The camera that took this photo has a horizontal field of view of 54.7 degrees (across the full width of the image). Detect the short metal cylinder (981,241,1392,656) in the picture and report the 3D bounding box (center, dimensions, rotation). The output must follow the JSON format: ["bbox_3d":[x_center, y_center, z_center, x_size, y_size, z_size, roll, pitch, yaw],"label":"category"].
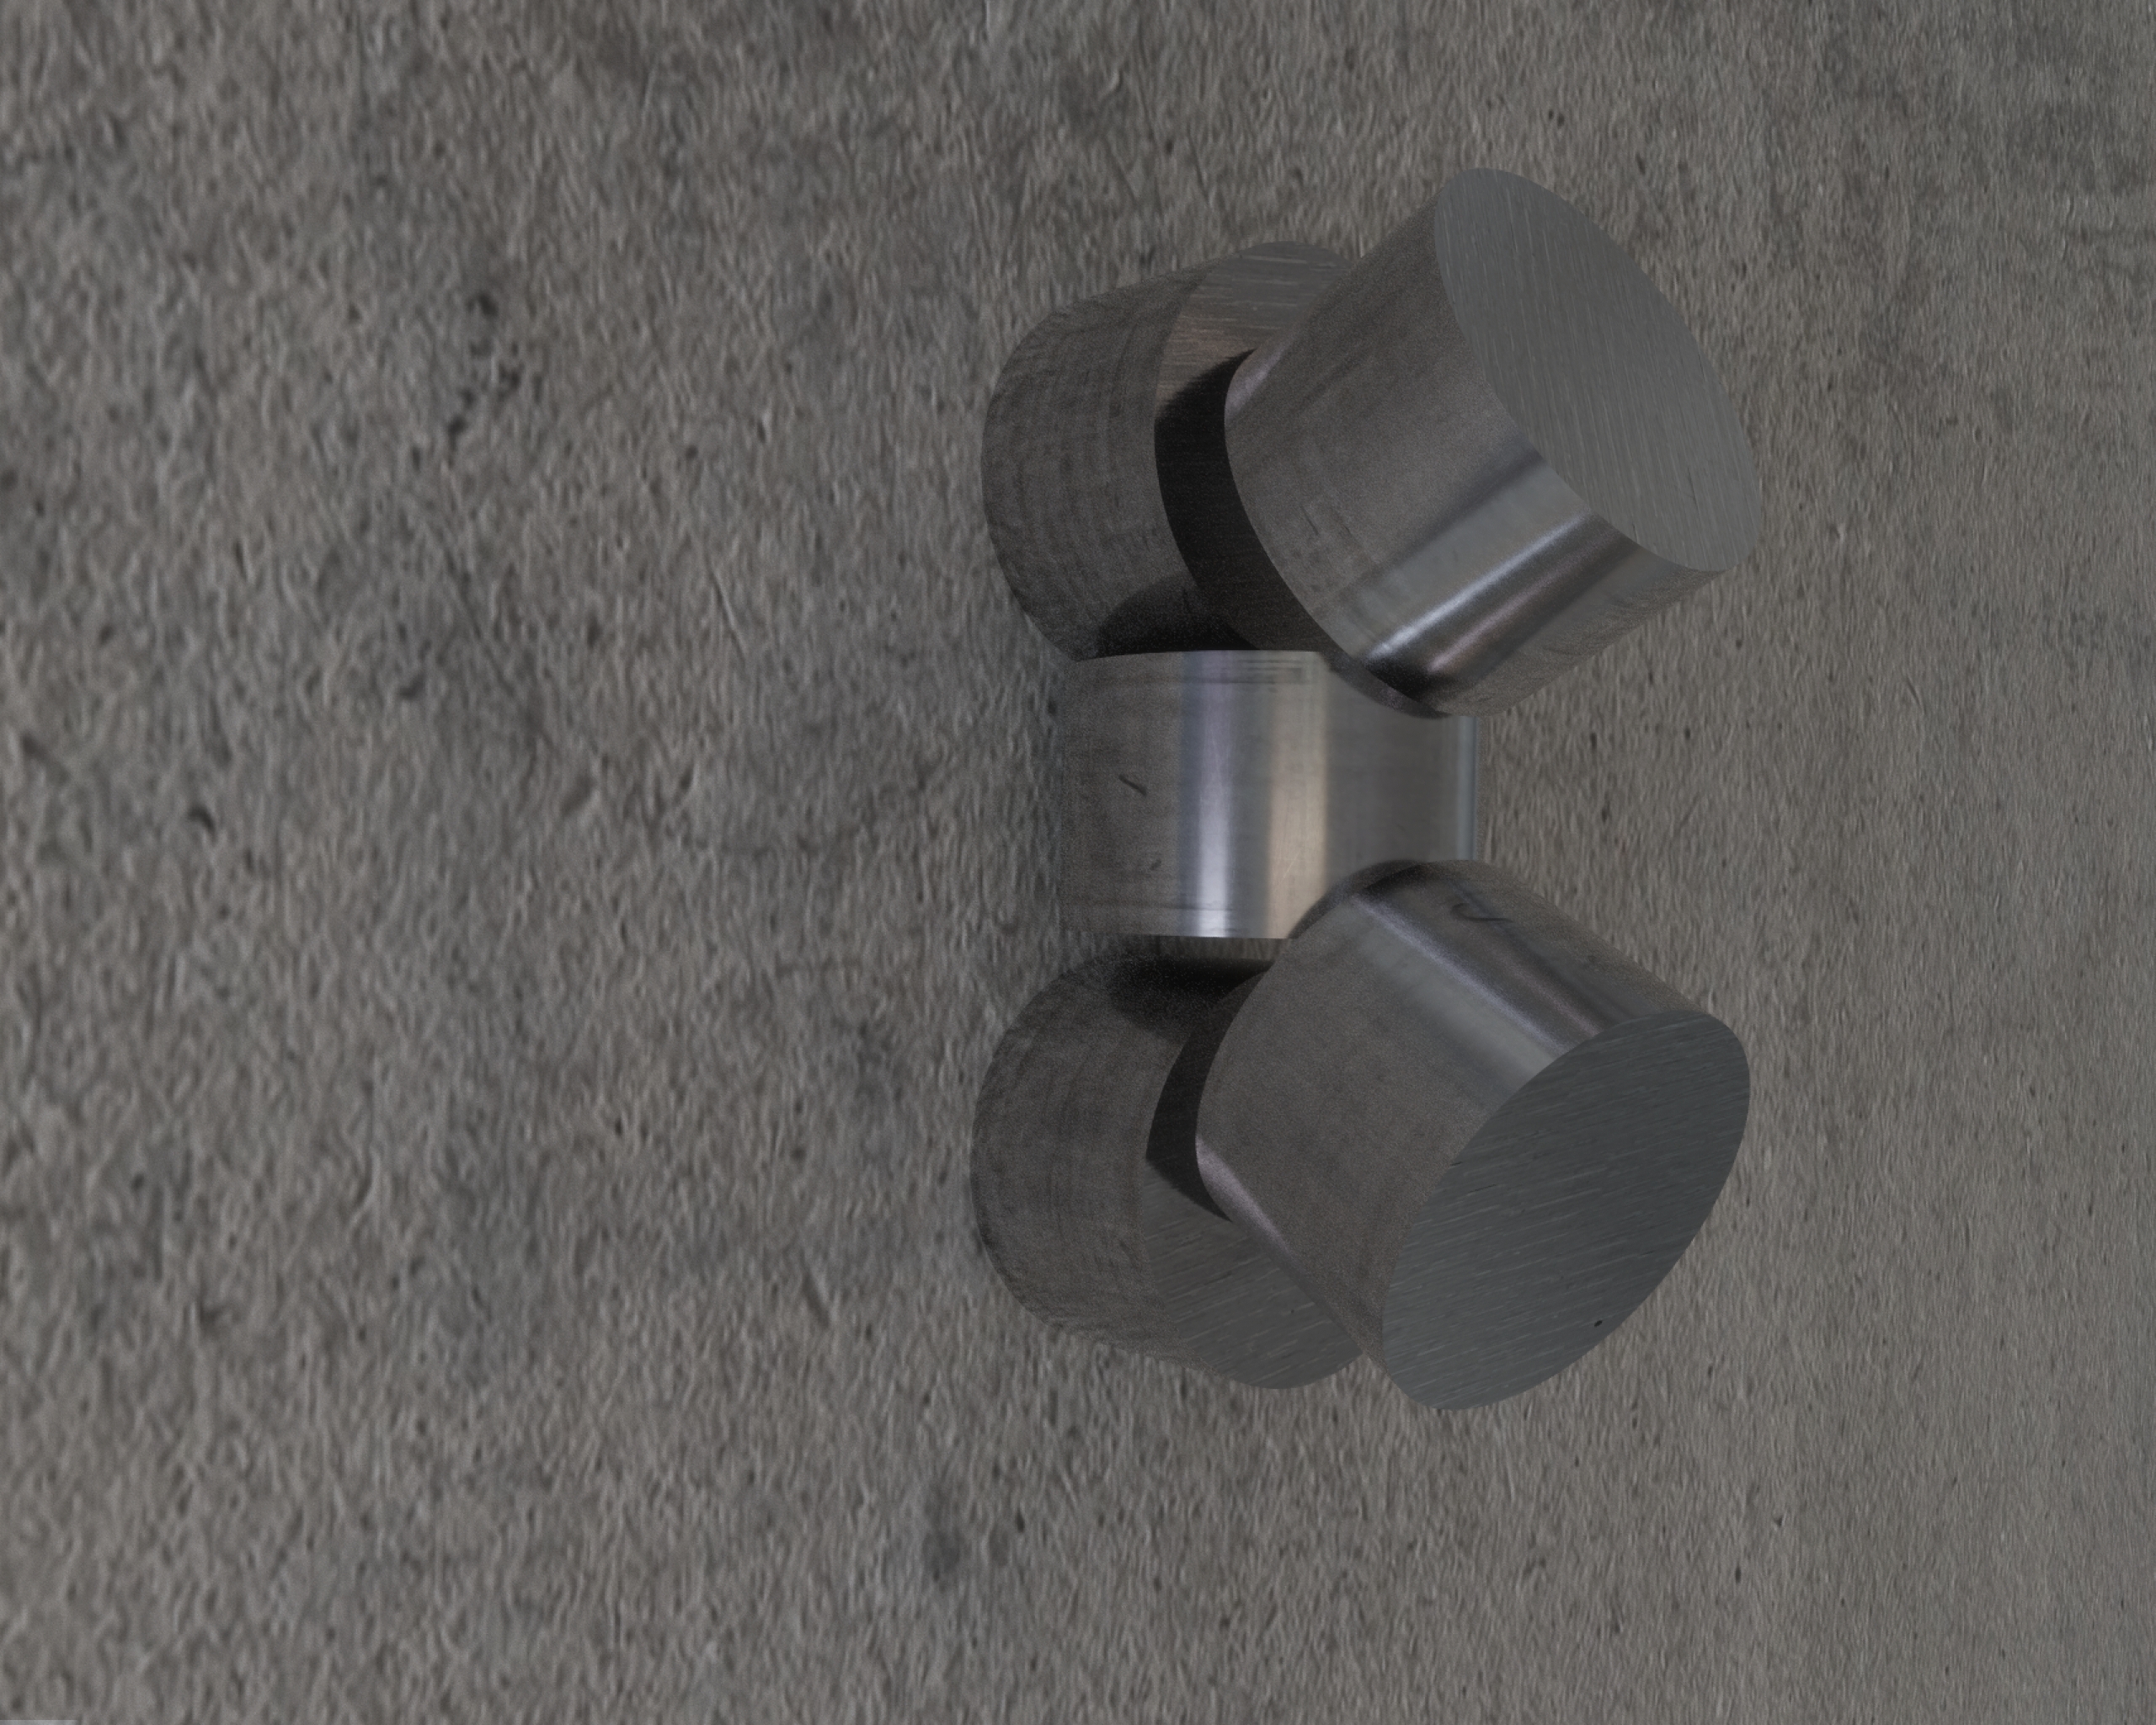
[{"bbox_3d":[0.028,-0.077,0.412,0.081,0.050,0.080,0,90,-40],"label":"short metal cylinder"}]

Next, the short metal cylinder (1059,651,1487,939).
[{"bbox_3d":[0.037,-0.011,0.400,0.081,0.080,0.050,2,89,-40],"label":"short metal cylinder"}]

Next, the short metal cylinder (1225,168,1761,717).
[{"bbox_3d":[0.073,-0.072,0.364,0.080,0.050,0.080,23,50,-31],"label":"short metal cylinder"}]

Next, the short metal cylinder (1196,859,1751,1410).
[{"bbox_3d":[0.068,0.046,0.359,0.081,0.050,0.079,-20,129,-26],"label":"short metal cylinder"}]

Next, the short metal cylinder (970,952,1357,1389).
[{"bbox_3d":[0.026,0.058,0.410,0.081,0.050,0.080,0,90,-40],"label":"short metal cylinder"}]
